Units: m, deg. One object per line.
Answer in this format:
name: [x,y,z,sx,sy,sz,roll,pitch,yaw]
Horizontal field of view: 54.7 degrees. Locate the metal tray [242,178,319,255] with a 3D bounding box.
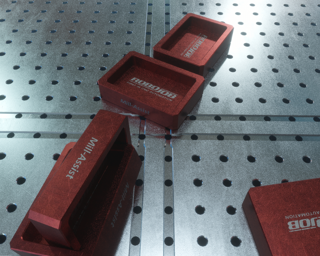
metal tray: [0.164,0.100,0.322,0.131,0.030,0.090,-7,50,-6]

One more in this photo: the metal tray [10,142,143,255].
metal tray: [-0.081,0.075,0.324,0.090,0.030,0.130,1,48,21]

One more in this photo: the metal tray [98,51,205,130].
metal tray: [-0.012,-0.059,0.453,0.130,0.030,0.090,24,54,19]

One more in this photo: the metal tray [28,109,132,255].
metal tray: [-0.069,0.056,0.315,0.030,0.089,0.130,15,51,14]

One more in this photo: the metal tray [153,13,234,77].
metal tray: [0.058,-0.141,0.523,0.090,0.030,0.130,24,54,19]
